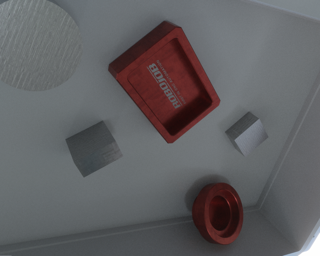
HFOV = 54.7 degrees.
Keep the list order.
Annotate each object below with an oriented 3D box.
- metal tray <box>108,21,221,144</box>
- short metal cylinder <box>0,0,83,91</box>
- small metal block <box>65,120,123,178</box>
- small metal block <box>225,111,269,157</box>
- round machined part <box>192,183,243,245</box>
[{"bbox_3d":[0.011,-0.051,0.381,0.090,0.030,0.130,-40,130,-2],"label":"metal tray"},{"bbox_3d":[-0.116,-0.080,0.280,0.081,0.050,0.079,-14,125,-21],"label":"short metal cylinder"},{"bbox_3d":[-0.078,0.023,0.365,0.050,0.050,0.025,-28,128,-11],"label":"small metal block"},{"bbox_3d":[0.139,0.011,0.494,0.050,0.025,0.050,-41,130,-1],"label":"small metal block"},{"bbox_3d":[0.092,0.142,0.517,0.099,0.042,0.098,12,71,-38],"label":"round machined part"}]
